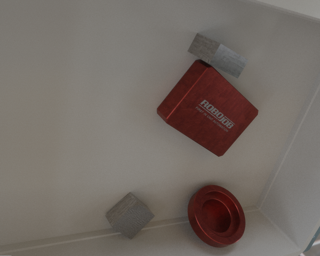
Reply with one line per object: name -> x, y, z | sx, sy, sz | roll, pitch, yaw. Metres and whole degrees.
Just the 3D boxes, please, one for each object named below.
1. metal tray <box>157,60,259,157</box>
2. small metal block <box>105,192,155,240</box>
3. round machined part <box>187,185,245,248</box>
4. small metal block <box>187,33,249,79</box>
metal tray -> 0.070, -0.023, 0.432 | 0.130, 0.030, 0.090 | 32, 100, -39
small metal block -> -0.044, 0.132, 0.465 | 0.050, 0.025, 0.050 | -44, 130, -6
round machined part -> 0.088, 0.148, 0.512 | 0.099, 0.098, 0.042 | 1, 147, -30
small metal block -> 0.070, -0.088, 0.378 | 0.050, 0.050, 0.025 | 17, 109, -35
